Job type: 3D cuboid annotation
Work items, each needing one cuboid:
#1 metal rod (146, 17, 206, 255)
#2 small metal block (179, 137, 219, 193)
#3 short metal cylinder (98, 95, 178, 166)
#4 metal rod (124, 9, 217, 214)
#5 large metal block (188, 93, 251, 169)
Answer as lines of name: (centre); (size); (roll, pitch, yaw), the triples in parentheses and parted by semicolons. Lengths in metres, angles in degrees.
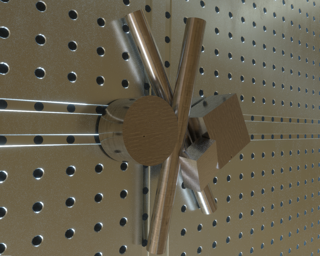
metal rod: (0.020, 0.011, 0.396); (0.025, 0.025, 0.298); (8, 93, -40)
small metal block: (0.053, 0.047, 0.408); (0.050, 0.025, 0.050); (-39, 129, -42)
short metal cylinder: (-0.025, 0.003, 0.368); (0.081, 0.050, 0.079); (0, 90, -41)
metal rod: (0.021, -0.009, 0.422); (0.025, 0.025, 0.299); (-35, 112, -34)
large metal block: (0.081, 0.003, 0.455); (0.081, 0.050, 0.080); (-34, 111, -35)
